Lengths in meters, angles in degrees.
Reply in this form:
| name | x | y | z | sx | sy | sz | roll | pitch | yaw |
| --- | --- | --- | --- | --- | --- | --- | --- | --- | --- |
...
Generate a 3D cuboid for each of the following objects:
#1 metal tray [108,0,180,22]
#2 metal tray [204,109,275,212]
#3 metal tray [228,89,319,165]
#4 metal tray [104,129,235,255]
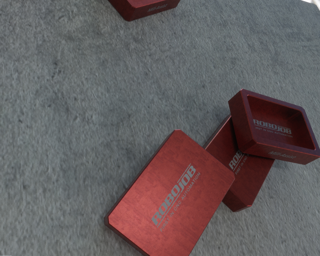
| name | x | y | z | sx | sy | sz | roll | pitch | yaw |
| --- | --- | --- | --- | --- | --- | --- | --- | --- | --- |
| metal tray | -0.032 | -0.238 | 0.529 | 0.131 | 0.030 | 0.090 | -34 | 81 | -38 |
| metal tray | 0.109 | 0.041 | 0.437 | 0.090 | 0.030 | 0.131 | 44 | 51 | 1 |
| metal tray | 0.168 | 0.000 | 0.454 | 0.131 | 0.030 | 0.090 | 12 | 54 | -25 |
| metal tray | 0.014 | 0.077 | 0.343 | 0.090 | 0.030 | 0.130 | 39 | 65 | -2 |
